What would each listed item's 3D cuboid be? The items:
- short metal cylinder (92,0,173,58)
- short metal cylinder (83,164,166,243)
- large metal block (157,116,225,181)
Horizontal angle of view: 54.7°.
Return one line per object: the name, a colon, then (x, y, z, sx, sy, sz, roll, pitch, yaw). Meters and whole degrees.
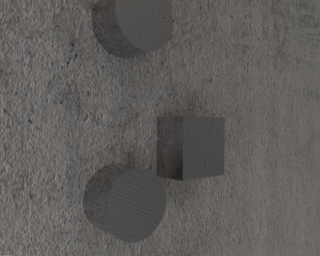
short metal cylinder: (-0.031, -0.126, 0.362, 0.081, 0.050, 0.080, 0, 90, -40)
short metal cylinder: (-0.040, 0.083, 0.355, 0.081, 0.050, 0.080, 0, 90, -40)
large metal block: (0.043, 0.025, 0.424, 0.081, 0.050, 0.080, 0, 90, -40)
